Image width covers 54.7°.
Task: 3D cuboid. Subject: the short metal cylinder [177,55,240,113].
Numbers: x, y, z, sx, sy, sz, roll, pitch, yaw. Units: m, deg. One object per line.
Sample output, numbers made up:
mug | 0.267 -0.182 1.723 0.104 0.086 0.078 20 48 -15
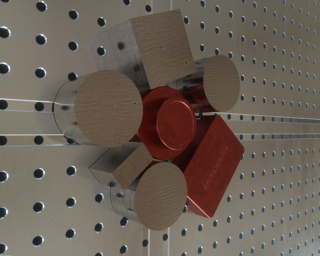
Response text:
short metal cylinder | 0.072 -0.062 0.452 0.081 0.050 0.080 0 90 -40

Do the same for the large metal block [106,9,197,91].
large metal block | -0.009 -0.095 0.385 0.081 0.050 0.080 -27 107 -37

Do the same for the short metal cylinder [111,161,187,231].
short metal cylinder | -0.013 0.079 0.381 0.081 0.050 0.080 0 90 -40

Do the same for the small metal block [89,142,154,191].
small metal block | -0.044 0.041 0.354 0.050 0.050 0.025 -45 117 -31

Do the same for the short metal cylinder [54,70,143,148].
short metal cylinder | -0.066 -0.020 0.336 0.081 0.050 0.080 0 90 -40

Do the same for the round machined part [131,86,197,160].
round machined part | 0.009 -0.006 0.405 0.099 0.042 0.097 0 90 -40

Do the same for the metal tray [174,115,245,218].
metal tray | 0.071 0.055 0.464 0.090 0.030 0.130 48 61 -29
